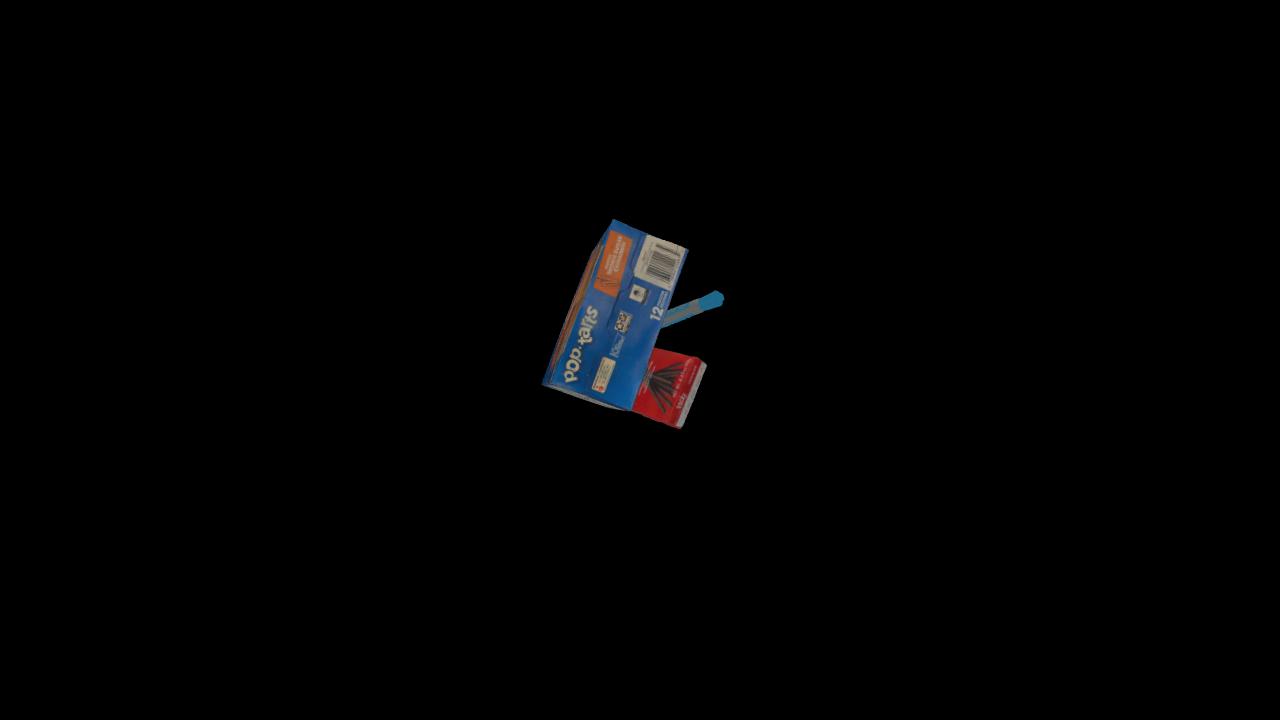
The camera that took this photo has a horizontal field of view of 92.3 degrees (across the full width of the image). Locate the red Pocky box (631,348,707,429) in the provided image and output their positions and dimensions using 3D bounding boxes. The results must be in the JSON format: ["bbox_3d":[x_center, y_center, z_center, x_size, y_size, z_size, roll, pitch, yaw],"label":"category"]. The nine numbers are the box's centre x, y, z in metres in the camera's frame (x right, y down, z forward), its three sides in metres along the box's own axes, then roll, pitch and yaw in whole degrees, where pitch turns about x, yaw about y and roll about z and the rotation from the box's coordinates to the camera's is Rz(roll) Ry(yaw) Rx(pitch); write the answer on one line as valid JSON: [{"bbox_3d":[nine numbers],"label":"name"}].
[{"bbox_3d":[0.009,0.026,0.747,0.028,0.083,0.155,26,-7,-37],"label":"red Pocky box"}]

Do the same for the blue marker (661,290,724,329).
[{"bbox_3d":[0.050,-0.056,0.730,0.121,0.020,0.020,-19,-13,42],"label":"blue marker"}]

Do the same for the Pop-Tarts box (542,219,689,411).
[{"bbox_3d":[-0.032,-0.039,0.635,0.083,0.167,0.141,22,-7,-10],"label":"Pop-Tarts box"}]
